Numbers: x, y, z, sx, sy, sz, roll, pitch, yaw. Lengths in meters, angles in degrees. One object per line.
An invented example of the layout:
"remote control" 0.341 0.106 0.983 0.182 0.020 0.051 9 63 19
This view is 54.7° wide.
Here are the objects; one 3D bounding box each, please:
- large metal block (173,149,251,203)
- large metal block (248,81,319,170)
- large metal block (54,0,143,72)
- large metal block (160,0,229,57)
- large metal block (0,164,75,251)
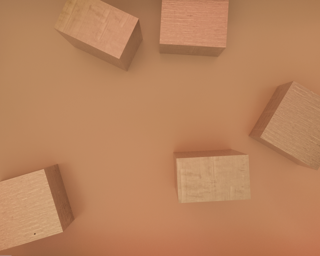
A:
"large metal block" 0.060 0.056 0.384 0.080 0.080 0.050 -3 90 0
"large metal block" 0.176 -0.003 0.400 0.080 0.050 0.080 30 90 0
"large metal block" -0.071 -0.116 0.383 0.080 0.080 0.050 25 90 0
"large metal block" 0.042 -0.139 0.399 0.080 0.050 0.080 3 90 0
"large metal block" -0.167 0.099 0.398 0.080 0.050 0.080 -17 90 0
